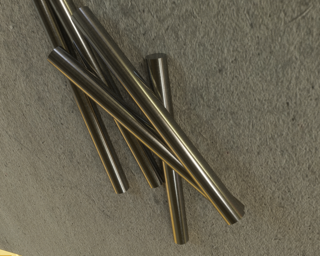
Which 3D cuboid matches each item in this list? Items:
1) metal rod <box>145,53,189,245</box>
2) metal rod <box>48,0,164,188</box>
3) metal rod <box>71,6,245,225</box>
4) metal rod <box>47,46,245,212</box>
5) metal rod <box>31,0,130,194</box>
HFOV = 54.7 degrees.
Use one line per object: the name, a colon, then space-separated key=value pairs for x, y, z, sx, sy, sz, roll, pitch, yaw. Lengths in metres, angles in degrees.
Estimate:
metal rod: x=0.015 y=0.047 z=0.426 sx=0.025 sy=0.025 sz=0.298 roll=6 pitch=121 yaw=25
metal rod: x=-0.067 y=-0.046 z=0.411 sx=0.025 sy=0.025 sz=0.299 roll=-14 pitch=112 yaw=33
metal rod: x=-0.003 y=-0.015 z=0.361 sx=0.025 sy=0.025 sz=0.299 roll=-38 pitch=89 yaw=38
metal rod: x=-0.016 y=0.007 z=0.384 sx=0.300 sy=0.025 sz=0.025 roll=41 pitch=129 yaw=-1
metal rod: x=-0.104 y=-0.033 z=0.439 sx=0.025 sy=0.025 sz=0.298 roll=-4 pitch=117 yaw=30
